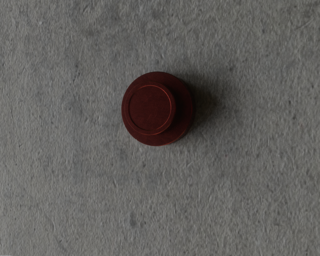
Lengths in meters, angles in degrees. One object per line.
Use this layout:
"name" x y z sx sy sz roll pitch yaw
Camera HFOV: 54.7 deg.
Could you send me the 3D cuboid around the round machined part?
"round machined part" -0.006 -0.025 0.401 0.098 0.042 0.097 0 90 19
